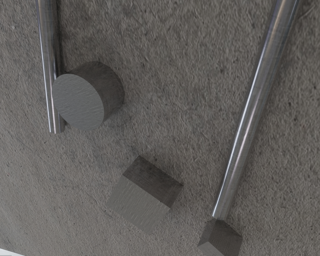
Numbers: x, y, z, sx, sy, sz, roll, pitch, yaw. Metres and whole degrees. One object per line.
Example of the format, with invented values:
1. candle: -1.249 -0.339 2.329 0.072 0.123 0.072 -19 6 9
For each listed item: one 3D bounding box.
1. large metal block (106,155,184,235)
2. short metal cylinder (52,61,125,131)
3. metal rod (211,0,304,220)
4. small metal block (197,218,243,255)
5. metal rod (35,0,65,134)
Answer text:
1. large metal block: -0.024 0.101 0.466 0.080 0.050 0.079 34 129 5
2. short metal cylinder: -0.095 -0.043 0.414 0.080 0.050 0.079 13 124 21
3. metal rod: 0.100 -0.002 0.352 0.025 0.025 0.298 19 126 17
4. small metal block: 0.088 0.165 0.447 0.050 0.050 0.025 42 129 -1
5. metal rod: -0.147 -0.120 0.409 0.025 0.025 0.298 20 126 16
